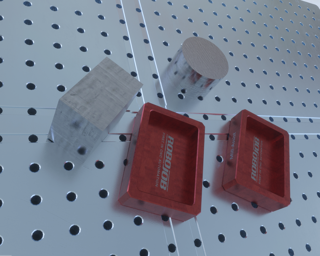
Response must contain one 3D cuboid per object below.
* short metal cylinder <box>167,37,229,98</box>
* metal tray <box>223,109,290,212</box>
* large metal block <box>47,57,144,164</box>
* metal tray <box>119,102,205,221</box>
[{"bbox_3d":[0.058,-0.094,0.480,0.081,0.050,0.080,14,56,-21],"label":"short metal cylinder"},{"bbox_3d":[0.145,0.044,0.455,0.090,0.030,0.130,26,53,-12],"label":"metal tray"},{"bbox_3d":[-0.073,-0.019,0.345,0.050,0.080,0.080,37,51,-4],"label":"large metal block"},{"bbox_3d":[0.007,0.039,0.384,0.091,0.030,0.130,20,54,-17],"label":"metal tray"}]
